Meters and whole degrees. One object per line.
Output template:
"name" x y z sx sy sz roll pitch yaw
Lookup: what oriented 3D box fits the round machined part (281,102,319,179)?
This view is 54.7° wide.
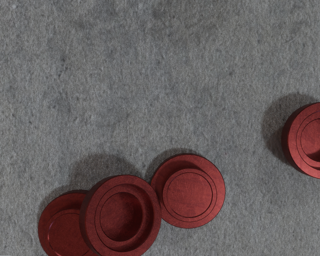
"round machined part" 0.207 0.015 0.404 0.099 0.042 0.097 0 90 -1

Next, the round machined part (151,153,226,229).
"round machined part" 0.037 0.082 0.402 0.099 0.042 0.097 0 90 -1

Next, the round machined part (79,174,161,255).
"round machined part" -0.050 0.106 0.375 0.099 0.042 0.098 7 76 -32

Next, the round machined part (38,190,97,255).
"round machined part" -0.109 0.132 0.400 0.099 0.042 0.097 0 90 -1
